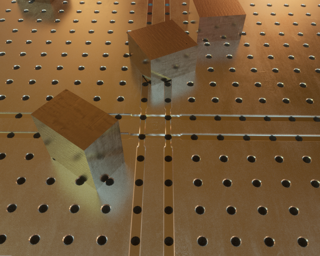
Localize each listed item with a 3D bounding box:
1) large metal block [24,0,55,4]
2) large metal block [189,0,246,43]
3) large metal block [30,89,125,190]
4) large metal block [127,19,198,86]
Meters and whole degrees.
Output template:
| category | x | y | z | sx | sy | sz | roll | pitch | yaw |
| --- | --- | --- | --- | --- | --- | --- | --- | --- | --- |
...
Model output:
| category | x | y | z | sx | sy | sz | roll | pitch | yaw |
| --- | --- | --- | --- | --- | --- | --- | --- | --- | --- |
| large metal block | -0.252 | -0.307 | 0.646 | 0.080 | 0.050 | 0.080 | 12 | 51 | 9 |
| large metal block | 0.101 | -0.202 | 0.563 | 0.081 | 0.050 | 0.080 | -5 | 50 | -5 |
| large metal block | -0.091 | 0.014 | 0.359 | 0.080 | 0.080 | 0.050 | 30 | 56 | 22 |
| large metal block | 0.003 | -0.122 | 0.494 | 0.081 | 0.050 | 0.080 | -22 | 54 | -18 |
